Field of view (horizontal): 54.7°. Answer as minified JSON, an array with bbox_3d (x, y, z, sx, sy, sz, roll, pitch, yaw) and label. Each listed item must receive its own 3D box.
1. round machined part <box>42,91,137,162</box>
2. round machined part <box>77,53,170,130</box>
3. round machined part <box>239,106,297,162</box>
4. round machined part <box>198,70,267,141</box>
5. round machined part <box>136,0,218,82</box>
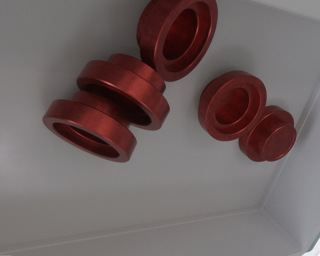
[{"bbox_3d":[-0.069,-0.004,0.332,0.098,0.098,0.042,42,62,-39],"label":"round machined part"},{"bbox_3d":[-0.033,-0.040,0.325,0.098,0.098,0.042,42,68,-39],"label":"round machined part"},{"bbox_3d":[0.182,0.016,0.507,0.099,0.042,0.097,-14,124,-21],"label":"round machined part"},{"bbox_3d":[0.094,-0.033,0.428,0.099,0.042,0.097,-14,124,-21],"label":"round machined part"},{"bbox_3d":[0.014,-0.102,0.326,0.099,0.042,0.097,-38,149,-28],"label":"round machined part"}]
